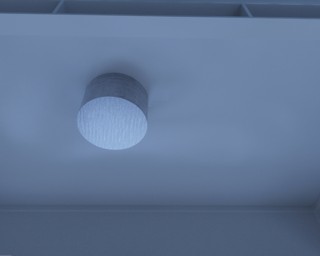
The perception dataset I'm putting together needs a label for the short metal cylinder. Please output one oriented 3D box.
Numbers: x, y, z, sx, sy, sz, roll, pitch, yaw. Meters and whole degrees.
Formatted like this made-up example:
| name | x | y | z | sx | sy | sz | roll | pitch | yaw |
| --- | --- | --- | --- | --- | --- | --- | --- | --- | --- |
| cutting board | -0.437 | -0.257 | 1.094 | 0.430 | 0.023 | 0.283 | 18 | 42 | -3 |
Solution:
| name | x | y | z | sx | sy | sz | roll | pitch | yaw |
| --- | --- | --- | --- | --- | --- | --- | --- | --- | --- |
| short metal cylinder | -0.055 | -0.019 | 0.375 | 0.081 | 0.050 | 0.079 | 0 | 130 | 0 |
